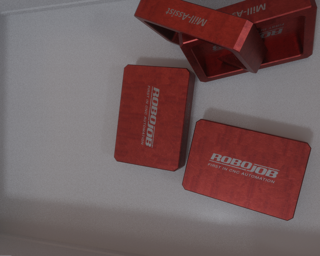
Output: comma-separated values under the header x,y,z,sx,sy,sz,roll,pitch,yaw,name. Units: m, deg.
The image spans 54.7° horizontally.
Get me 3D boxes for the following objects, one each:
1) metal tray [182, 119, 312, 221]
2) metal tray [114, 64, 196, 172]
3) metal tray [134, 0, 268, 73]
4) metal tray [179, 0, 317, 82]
x,y,z,sx,sy,sz,roll,pitch,yaw,name
0.100,0.046,0.372,0.130,0.030,0.089,14,95,19,metal tray
-0.007,-0.015,0.410,0.090,0.030,0.129,8,93,19,metal tray
0.047,-0.107,0.347,0.130,0.090,0.030,28,99,27,metal tray
0.095,-0.097,0.339,0.130,0.090,0.030,-11,67,19,metal tray
